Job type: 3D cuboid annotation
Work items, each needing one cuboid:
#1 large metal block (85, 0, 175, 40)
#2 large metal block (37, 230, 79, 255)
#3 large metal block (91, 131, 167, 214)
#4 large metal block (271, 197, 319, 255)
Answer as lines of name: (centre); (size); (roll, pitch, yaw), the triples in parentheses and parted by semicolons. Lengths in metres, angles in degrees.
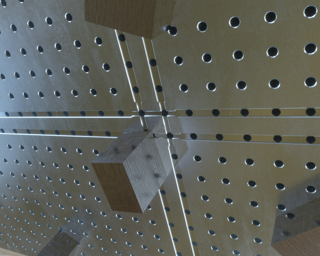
large metal block: (-0.029, -0.146, 0.319); (0.080, 0.050, 0.079); (20, 126, 16)
large metal block: (-0.227, 0.282, 0.667); (0.050, 0.080, 0.079); (31, 128, 8)
large metal block: (-0.039, 0.059, 0.431); (0.050, 0.080, 0.080); (-4, 117, 30)
large metal block: (0.198, 0.138, 0.376); (0.080, 0.050, 0.080); (43, 129, -2)
